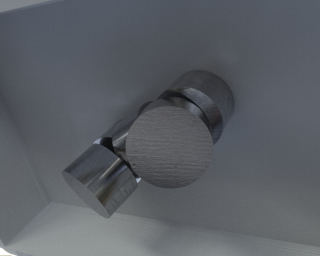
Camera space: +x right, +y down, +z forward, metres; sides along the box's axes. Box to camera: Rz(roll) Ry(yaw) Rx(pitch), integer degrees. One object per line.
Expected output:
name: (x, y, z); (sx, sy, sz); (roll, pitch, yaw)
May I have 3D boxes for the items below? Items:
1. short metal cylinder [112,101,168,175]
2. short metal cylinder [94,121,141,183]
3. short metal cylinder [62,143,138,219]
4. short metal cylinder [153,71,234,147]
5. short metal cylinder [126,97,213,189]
short metal cylinder: (-0.011, 0.014, 0.384); (0.050, 0.080, 0.080); (-33, 100, 38)
short metal cylinder: (-0.049, 0.035, 0.436); (0.080, 0.050, 0.079); (13, 124, 20)
short metal cylinder: (-0.075, 0.066, 0.385); (0.080, 0.050, 0.080); (32, 150, 22)
short metal cylinder: (0.039, -0.020, 0.357); (0.080, 0.050, 0.079); (13, 124, 20)
short metal cylinder: (0.011, 0.013, 0.307); (0.080, 0.050, 0.079); (1, 105, 5)
